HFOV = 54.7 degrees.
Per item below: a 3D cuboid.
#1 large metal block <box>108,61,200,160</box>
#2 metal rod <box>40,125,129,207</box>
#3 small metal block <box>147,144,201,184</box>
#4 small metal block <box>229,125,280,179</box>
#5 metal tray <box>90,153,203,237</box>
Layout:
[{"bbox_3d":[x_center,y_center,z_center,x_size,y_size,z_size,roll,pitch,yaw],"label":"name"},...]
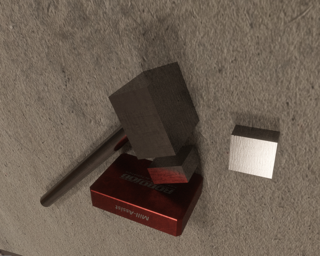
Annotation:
[{"bbox_3d":[-0.002,-0.021,0.358,0.050,0.080,0.080,-10,113,32],"label":"large metal block"},{"bbox_3d":[-0.131,0.072,0.517,0.025,0.025,0.299,48,129,-6],"label":"metal rod"},{"bbox_3d":[0.019,0.048,0.409,0.050,0.050,0.025,-9,114,31],"label":"small metal block"},{"bbox_3d":[0.110,0.027,0.365,0.050,0.025,0.050,10,123,22],"label":"small metal block"},{"bbox_3d":[-0.017,0.085,0.424,0.130,0.090,0.030,14,124,20],"label":"metal tray"}]
